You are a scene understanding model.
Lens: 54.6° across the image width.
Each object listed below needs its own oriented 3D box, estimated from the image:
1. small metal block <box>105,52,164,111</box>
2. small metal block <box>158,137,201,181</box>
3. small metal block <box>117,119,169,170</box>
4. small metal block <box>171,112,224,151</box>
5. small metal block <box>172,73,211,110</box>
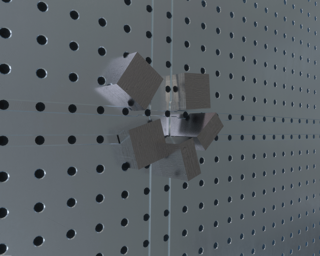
[{"bbox_3d":[-0.030,-0.056,0.383,0.050,0.025,0.050,42,65,-32],"label":"small metal block"},{"bbox_3d":[0.023,0.039,0.411,0.025,0.050,0.050,-23,105,-38],"label":"small metal block"},{"bbox_3d":[-0.021,0.019,0.391,0.050,0.025,0.050,-21,104,-38],"label":"small metal block"},{"bbox_3d":[0.052,0.004,0.436,0.050,0.050,0.025,-48,119,-29],"label":"small metal block"},{"bbox_3d":[0.046,-0.052,0.446,0.050,0.025,0.050,-6,94,-40],"label":"small metal block"}]
